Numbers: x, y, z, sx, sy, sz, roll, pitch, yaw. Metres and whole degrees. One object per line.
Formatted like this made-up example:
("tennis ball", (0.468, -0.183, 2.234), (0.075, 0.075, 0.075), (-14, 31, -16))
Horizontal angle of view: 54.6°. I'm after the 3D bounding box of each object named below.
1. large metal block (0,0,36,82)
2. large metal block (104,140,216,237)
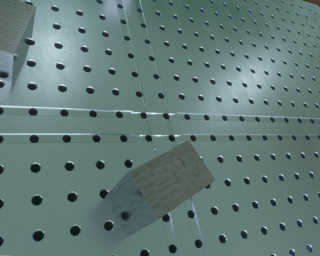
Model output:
("large metal block", (-0.197, -0.110, 0.353), (0.080, 0.050, 0.080), (17, 55, -18))
("large metal block", (-0.002, 0.065, 0.331), (0.081, 0.080, 0.050), (-24, 75, -36))
